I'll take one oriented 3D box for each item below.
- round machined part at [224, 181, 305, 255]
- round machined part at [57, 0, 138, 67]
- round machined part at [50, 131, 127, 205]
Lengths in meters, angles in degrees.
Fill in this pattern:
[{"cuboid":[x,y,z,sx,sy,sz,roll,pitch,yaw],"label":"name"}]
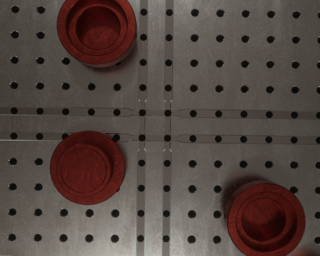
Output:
[{"cuboid":[0.133,0.117,0.407,0.099,0.042,0.097,0,90,-1],"label":"round machined part"},{"cuboid":[-0.078,-0.128,0.404,0.099,0.042,0.097,0,90,-1],"label":"round machined part"},{"cuboid":[-0.095,0.052,0.404,0.099,0.042,0.097,0,90,-1],"label":"round machined part"}]
